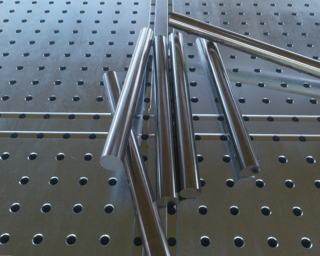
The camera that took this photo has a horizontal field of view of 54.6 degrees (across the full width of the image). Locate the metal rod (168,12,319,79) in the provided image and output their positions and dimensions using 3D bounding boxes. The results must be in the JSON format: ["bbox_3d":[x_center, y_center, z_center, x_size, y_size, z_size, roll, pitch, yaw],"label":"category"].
[{"bbox_3d":[0.157,-0.125,0.491,0.301,0.025,0.025,22,53,9],"label":"metal rod"}]

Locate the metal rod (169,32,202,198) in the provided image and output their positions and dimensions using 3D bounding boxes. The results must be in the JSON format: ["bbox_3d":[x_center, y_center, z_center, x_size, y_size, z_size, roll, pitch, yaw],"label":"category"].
[{"bbox_3d":[0.031,-0.042,0.443,0.025,0.025,0.300,-1,50,-1],"label":"metal rod"}]

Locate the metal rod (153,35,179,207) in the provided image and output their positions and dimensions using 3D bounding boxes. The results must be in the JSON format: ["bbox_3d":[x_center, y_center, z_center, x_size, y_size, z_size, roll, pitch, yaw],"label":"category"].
[{"bbox_3d":[0.004,-0.034,0.436,0.025,0.025,0.300,-1,50,-1],"label":"metal rod"}]

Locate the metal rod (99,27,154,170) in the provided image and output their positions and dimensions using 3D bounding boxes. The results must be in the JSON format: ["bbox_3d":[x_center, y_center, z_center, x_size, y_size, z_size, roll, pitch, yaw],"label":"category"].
[{"bbox_3d":[-0.038,-0.064,0.438,0.025,0.025,0.300,4,43,4],"label":"metal rod"}]

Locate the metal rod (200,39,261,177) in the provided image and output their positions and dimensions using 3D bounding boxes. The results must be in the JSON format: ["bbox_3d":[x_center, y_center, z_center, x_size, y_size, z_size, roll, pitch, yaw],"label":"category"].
[{"bbox_3d":[0.093,-0.063,0.461,0.025,0.025,0.300,-4,50,-3],"label":"metal rod"}]

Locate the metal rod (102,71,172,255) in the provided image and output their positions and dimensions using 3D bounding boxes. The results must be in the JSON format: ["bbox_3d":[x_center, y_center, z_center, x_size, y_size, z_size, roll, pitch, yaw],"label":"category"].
[{"bbox_3d":[-0.035,0.033,0.379,0.025,0.025,0.300,-12,51,-10],"label":"metal rod"}]
